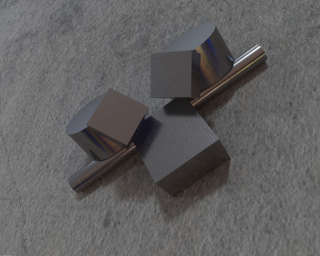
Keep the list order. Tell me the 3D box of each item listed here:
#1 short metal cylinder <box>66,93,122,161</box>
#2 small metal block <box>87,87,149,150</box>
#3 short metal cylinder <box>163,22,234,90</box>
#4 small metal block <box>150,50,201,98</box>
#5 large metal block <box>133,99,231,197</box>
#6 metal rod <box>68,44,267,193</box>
[{"bbox_3d":[-0.076,-0.003,0.412,0.080,0.050,0.080,-28,29,18],"label":"short metal cylinder"},{"bbox_3d":[-0.047,-0.010,0.355,0.050,0.025,0.050,27,74,4],"label":"small metal block"},{"bbox_3d":[0.047,-0.091,0.400,0.080,0.050,0.080,-28,29,18],"label":"short metal cylinder"},{"bbox_3d":[0.018,-0.059,0.351,0.050,0.025,0.050,2,93,29],"label":"small metal block"},{"bbox_3d":[0.021,0.020,0.363,0.080,0.050,0.080,-36,51,4],"label":"large metal block"},{"bbox_3d":[0.007,-0.010,0.406,0.300,0.025,0.025,-35,52,4],"label":"metal rod"}]
